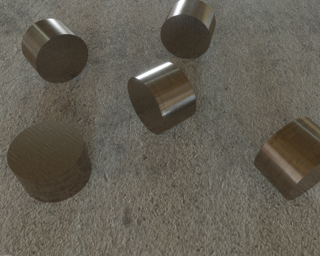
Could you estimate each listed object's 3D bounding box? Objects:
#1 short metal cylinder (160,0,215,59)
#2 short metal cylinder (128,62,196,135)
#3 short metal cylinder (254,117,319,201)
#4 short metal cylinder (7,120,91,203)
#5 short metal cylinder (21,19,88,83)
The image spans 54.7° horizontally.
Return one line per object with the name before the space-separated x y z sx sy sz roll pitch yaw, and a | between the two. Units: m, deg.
short metal cylinder | 0.046 -0.160 0.502 0.080 0.080 0.050 12 51 10
short metal cylinder | 0.001 -0.038 0.399 0.050 0.080 0.080 -29 56 -22
short metal cylinder | 0.152 0.034 0.340 0.081 0.080 0.050 -24 54 -19
short metal cylinder | -0.123 0.038 0.354 0.080 0.050 0.080 0 50 0
short metal cylinder | -0.156 -0.114 0.462 0.081 0.080 0.050 -31 57 -24
